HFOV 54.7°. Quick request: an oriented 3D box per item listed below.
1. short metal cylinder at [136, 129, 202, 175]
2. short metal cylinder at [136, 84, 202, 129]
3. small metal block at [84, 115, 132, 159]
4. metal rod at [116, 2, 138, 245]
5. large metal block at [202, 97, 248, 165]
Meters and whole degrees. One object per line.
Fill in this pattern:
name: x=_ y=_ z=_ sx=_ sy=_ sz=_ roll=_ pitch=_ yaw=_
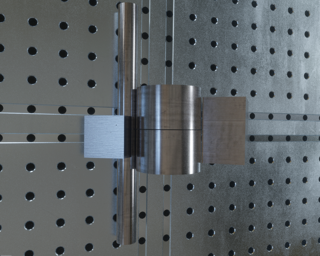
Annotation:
short metal cylinder: x=0.011 y=0.027 z=0.383 sx=0.081 sy=0.080 sz=0.050 roll=1 pitch=90 yaw=-20
short metal cylinder: x=0.011 y=-0.024 z=0.383 sx=0.081 sy=0.080 sz=0.050 roll=1 pitch=90 yaw=-20
small metal block: x=-0.062 y=0.010 z=0.374 sx=0.050 sy=0.025 sz=0.050 roll=0 pitch=89 yaw=14
metal rod: x=-0.041 y=-0.005 z=0.393 sx=0.025 sy=0.025 sz=0.298 roll=0 pitch=90 yaw=-20
large metal block: x=0.087 y=0.003 z=0.404 sx=0.050 sy=0.080 sz=0.079 roll=1 pitch=90 yaw=18
